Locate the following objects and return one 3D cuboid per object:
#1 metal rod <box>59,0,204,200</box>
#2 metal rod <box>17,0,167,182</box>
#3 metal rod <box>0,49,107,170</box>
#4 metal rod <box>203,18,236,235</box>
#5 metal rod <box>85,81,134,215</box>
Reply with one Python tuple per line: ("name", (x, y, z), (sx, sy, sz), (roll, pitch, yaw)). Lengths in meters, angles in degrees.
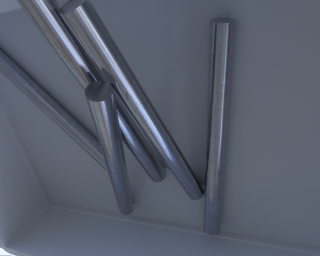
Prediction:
("metal rod", (-0.008, -0.002, 0.337), (0.025, 0.025, 0.299), (-2, 141, 29))
("metal rod", (-0.051, -0.019, 0.342), (0.025, 0.025, 0.299), (4, 146, 26))
("metal rod", (-0.184, -0.047, 0.473), (0.300, 0.025, 0.025), (44, 129, -3))
("metal rod", (0.070, 0.021, 0.384), (0.025, 0.025, 0.298), (11, 123, 22))
("metal rod", (-0.056, 0.051, 0.399), (0.025, 0.025, 0.298), (23, 149, 14))
